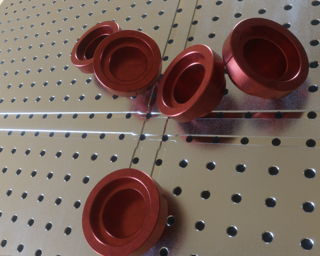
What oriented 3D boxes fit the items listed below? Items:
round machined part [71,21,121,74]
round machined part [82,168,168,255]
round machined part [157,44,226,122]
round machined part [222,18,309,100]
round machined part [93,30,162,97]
[{"bbox_3d":[-0.098,-0.130,0.522,0.098,0.042,0.098,-17,51,23],"label":"round machined part"},{"bbox_3d":[-0.036,0.099,0.354,0.098,0.042,0.098,-13,56,20],"label":"round machined part"},{"bbox_3d":[0.044,-0.052,0.390,0.098,0.042,0.098,-32,45,39],"label":"round machined part"},{"bbox_3d":[0.117,-0.076,0.361,0.099,0.042,0.098,6,66,-14],"label":"round machined part"},{"bbox_3d":[-0.046,-0.092,0.460,0.099,0.042,0.098,-1,76,4],"label":"round machined part"}]
